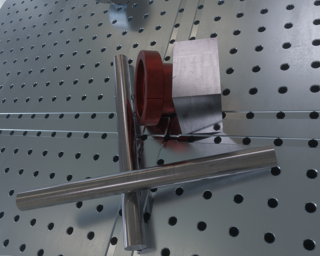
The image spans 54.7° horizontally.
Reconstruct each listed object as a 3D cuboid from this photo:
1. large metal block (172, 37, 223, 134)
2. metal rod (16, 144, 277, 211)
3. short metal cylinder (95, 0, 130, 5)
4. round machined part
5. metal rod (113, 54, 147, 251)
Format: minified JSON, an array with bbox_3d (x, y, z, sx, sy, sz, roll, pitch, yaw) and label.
[{"bbox_3d":[0.047,-0.048,0.372,0.050,0.080,0.080,-4,59,11],"label":"large metal block"},{"bbox_3d":[-0.024,0.060,0.355,0.301,0.025,0.025,-12,56,10],"label":"metal rod"},{"bbox_3d":[-0.094,-0.280,0.594,0.050,0.080,0.080,22,74,36],"label":"short metal cylinder"},{"bbox_3d":[-0.005,-0.052,0.408,0.042,0.097,0.098,-1,54,-13],"label":"round machined part"},{"bbox_3d":[-0.046,0.010,0.426,0.025,0.025,0.299,-20,54,16],"label":"metal rod"}]
